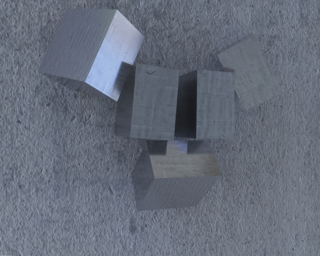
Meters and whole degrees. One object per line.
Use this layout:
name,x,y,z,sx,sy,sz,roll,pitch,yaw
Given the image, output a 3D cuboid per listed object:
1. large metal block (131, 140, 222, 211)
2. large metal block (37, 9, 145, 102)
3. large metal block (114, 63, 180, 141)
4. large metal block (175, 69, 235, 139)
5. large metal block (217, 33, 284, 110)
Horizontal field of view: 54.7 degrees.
large metal block,0.016,0.059,0.382,0.081,0.079,0.050,1,51,-20
large metal block,-0.076,-0.082,0.344,0.050,0.080,0.080,32,77,-54
large metal block,-0.019,-0.028,0.375,0.050,0.080,0.080,5,88,-20
large metal block,0.052,-0.028,0.402,0.050,0.080,0.079,1,90,-20
large metal block,0.120,-0.079,0.420,0.050,0.080,0.080,-26,101,20
